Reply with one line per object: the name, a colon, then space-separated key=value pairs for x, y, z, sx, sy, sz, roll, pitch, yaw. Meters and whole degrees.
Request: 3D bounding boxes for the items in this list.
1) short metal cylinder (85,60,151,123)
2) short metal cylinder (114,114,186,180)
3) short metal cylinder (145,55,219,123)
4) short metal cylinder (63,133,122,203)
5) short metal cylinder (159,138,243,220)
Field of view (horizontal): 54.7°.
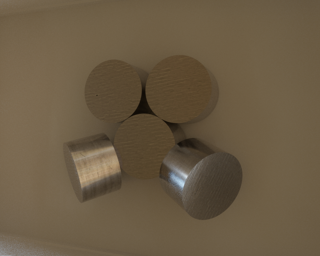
short metal cylinder: x=-0.051 y=-0.046 z=0.412 sx=0.080 sy=0.050 sz=0.079 roll=0 pitch=90 yaw=19
short metal cylinder: x=-0.011 y=0.022 z=0.397 sx=0.080 sy=0.050 sz=0.079 roll=0 pitch=90 yaw=19
short metal cylinder: x=0.029 y=-0.046 z=0.385 sx=0.080 sy=0.050 sz=0.079 roll=0 pitch=90 yaw=19
short metal cylinder: x=-0.089 y=0.051 z=0.404 sx=0.050 sy=0.080 sz=0.080 roll=-16 pitch=83 yaw=-26
short metal cylinder: x=0.047 y=0.057 z=0.356 sx=0.050 sy=0.081 sz=0.080 roll=30 pitch=103 yaw=57
